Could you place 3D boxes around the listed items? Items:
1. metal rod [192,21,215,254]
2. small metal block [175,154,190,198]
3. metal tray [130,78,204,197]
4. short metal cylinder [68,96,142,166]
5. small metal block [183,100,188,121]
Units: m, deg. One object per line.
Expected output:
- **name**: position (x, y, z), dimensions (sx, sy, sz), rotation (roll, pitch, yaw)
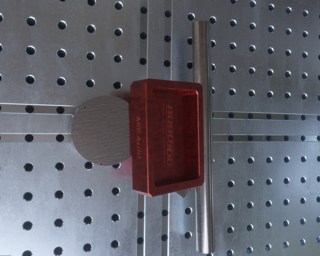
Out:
- **metal rod**: position (0.057, 0.012, 0.408), dimensions (0.025, 0.025, 0.298), rotation (-1, 91, -20)
- **small metal block**: position (0.024, 0.059, 0.422), dimensions (0.050, 0.025, 0.050), rotation (41, 77, -16)
- **metal tray**: position (0.011, 0.010, 0.373), dimensions (0.091, 0.030, 0.129), rotation (-2, 91, -40)
- **short metal cylinder**: position (-0.068, 0.003, 0.374), dimensions (0.081, 0.050, 0.079), rotation (0, 90, -21)
- **small metal block**: position (0.033, -0.029, 0.426), dimensions (0.050, 0.025, 0.050), rotation (-16, 96, -20)
